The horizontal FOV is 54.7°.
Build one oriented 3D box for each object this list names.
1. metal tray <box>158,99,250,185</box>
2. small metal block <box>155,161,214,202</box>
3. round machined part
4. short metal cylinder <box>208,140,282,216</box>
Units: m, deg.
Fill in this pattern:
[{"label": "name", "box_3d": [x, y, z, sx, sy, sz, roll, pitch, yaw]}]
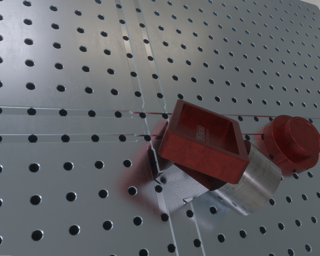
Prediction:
[{"label": "metal tray", "box_3d": [0.053, 0.010, 0.375, 0.090, 0.030, 0.130, 21, 22, 0]}, {"label": "small metal block", "box_3d": [0.030, 0.058, 0.373, 0.050, 0.050, 0.025, 36, 51, -4]}, {"label": "round machined part", "box_3d": [0.223, 0.020, 0.505, 0.099, 0.042, 0.098, 14, 56, -21]}, {"label": "short metal cylinder", "box_3d": [0.103, 0.062, 0.389, 0.050, 0.080, 0.080, 39, 51, -7]}]
